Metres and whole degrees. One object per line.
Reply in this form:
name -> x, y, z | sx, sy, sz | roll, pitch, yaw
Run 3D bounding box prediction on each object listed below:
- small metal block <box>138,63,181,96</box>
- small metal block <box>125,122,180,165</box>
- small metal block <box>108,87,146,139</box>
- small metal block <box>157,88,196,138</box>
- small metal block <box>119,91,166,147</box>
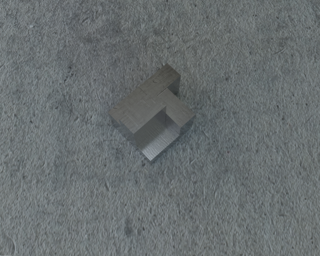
small metal block -> 0.000, -0.051, 0.414 | 0.050, 0.050, 0.025 | -42, 76, -14
small metal block -> -0.010, 0.012, 0.405 | 0.050, 0.025, 0.050 | -41, 75, -14
small metal block -> -0.037, -0.019, 0.402 | 0.050, 0.050, 0.025 | -42, 76, -14
small metal block -> 0.017, -0.017, 0.402 | 0.025, 0.050, 0.050 | -41, 76, -14
small metal block -> -0.020, -0.010, 0.373 | 0.050, 0.050, 0.025 | -42, 76, -14
